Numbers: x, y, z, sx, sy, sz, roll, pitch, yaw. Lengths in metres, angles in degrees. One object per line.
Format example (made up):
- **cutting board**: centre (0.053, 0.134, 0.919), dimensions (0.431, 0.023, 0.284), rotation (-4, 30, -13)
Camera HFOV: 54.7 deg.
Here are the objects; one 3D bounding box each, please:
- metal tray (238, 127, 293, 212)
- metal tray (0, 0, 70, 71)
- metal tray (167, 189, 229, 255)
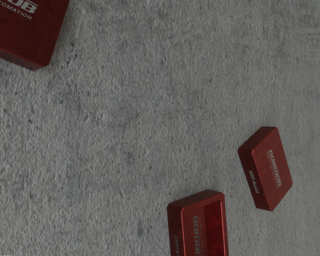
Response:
- **metal tray**: centre (0.195, 0.073, 0.564), dimensions (0.091, 0.030, 0.129), rotation (-35, 112, -34)
- **metal tray**: centre (-0.153, -0.117, 0.272), dimensions (0.131, 0.030, 0.090), rotation (21, 77, -38)
- **metal tray**: centre (0.058, 0.164, 0.449), dimensions (0.091, 0.030, 0.129), rotation (-9, 96, -40)
